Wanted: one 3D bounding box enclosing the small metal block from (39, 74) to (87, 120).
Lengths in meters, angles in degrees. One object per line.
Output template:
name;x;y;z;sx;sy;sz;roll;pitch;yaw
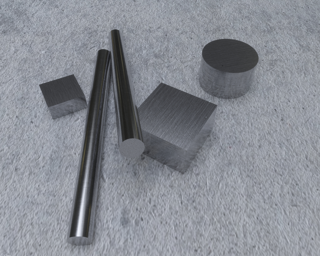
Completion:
small metal block;-0.137;-0.045;0.439;0.050;0.025;0.050;-22;54;-18

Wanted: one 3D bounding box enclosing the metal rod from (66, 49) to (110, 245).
metal rod;-0.085;-0.002;0.403;0.025;0.025;0.300;-1;50;-2

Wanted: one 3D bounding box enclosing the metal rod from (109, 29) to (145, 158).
metal rod;-0.052;-0.070;0.419;0.025;0.025;0.300;-7;38;-6

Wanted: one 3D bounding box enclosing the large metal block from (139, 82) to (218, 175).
large metal block;0.015;-0.002;0.389;0.080;0.050;0.080;25;54;19

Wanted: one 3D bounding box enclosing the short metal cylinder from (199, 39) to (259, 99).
short metal cylinder;0.101;-0.089;0.463;0.081;0.050;0.080;0;50;0
